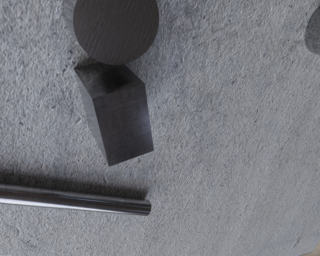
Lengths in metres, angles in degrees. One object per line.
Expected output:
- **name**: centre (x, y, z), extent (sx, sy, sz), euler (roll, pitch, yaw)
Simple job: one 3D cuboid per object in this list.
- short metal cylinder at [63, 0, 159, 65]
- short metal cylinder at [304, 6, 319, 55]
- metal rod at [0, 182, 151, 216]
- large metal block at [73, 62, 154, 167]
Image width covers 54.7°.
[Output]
- **short metal cylinder**: centre (-0.048, -0.107, 0.298), extent (0.081, 0.050, 0.079), euler (-14, 124, -21)
- **short metal cylinder**: centre (0.259, -0.139, 0.446), extent (0.081, 0.050, 0.079), euler (-14, 124, -21)
- **metal rod**: centre (-0.139, 0.086, 0.383), extent (0.302, 0.025, 0.025), euler (16, 110, -35)
- **large metal block**: centre (-0.050, -0.020, 0.332), extent (0.050, 0.080, 0.079), euler (-19, 126, -18)
